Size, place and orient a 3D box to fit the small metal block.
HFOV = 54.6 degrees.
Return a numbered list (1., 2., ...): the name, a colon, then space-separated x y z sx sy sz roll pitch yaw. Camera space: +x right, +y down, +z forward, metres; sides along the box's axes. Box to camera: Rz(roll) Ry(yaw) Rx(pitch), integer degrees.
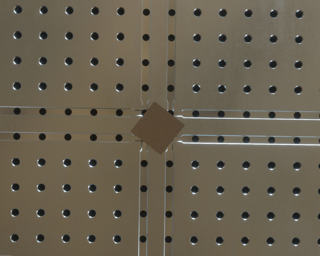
1. small metal block: -0.003 0.000 0.413 0.050 0.025 0.050 38 90 -1
